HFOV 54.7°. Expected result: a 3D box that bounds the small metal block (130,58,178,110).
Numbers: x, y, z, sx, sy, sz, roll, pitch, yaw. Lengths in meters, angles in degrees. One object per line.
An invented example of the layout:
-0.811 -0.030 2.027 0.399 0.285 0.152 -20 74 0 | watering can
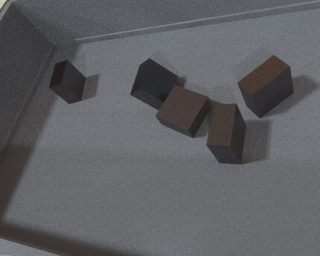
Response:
-0.007 -0.059 0.426 0.025 0.050 0.050 -22 47 53 | small metal block

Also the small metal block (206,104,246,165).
0.075 0.007 0.345 0.025 0.050 0.050 0 62 29 | small metal block

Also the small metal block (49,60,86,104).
-0.153 -0.076 0.517 0.025 0.050 0.050 -11 57 22 | small metal block

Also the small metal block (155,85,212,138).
0.031 -0.022 0.399 0.050 0.025 0.050 24 75 29 | small metal block

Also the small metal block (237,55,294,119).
0.122 -0.046 0.354 0.050 0.050 0.025 -38 51 3 | small metal block
